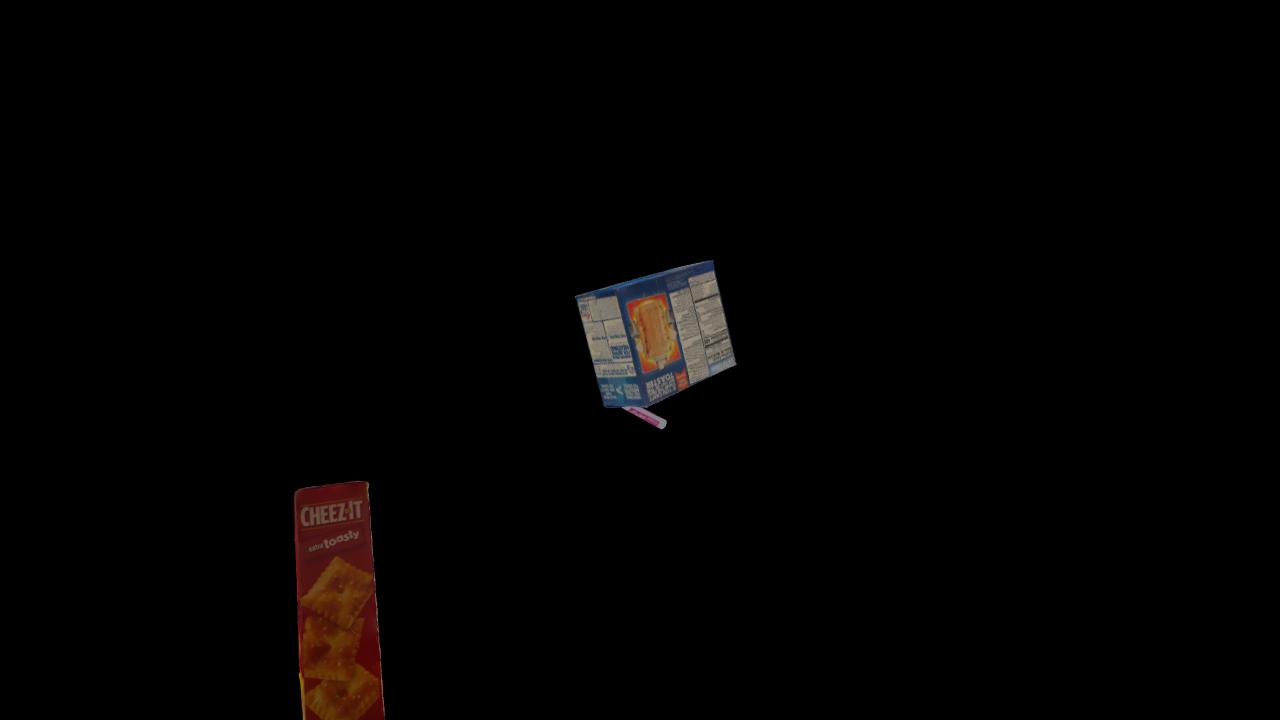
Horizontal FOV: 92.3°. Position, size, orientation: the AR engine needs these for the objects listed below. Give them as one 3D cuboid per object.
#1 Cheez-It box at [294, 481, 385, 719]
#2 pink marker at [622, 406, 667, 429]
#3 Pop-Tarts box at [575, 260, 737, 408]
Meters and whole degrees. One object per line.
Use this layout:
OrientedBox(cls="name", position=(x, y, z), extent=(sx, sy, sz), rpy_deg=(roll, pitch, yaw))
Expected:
OrientedBox(cls="Cheez-It box", position=(-0.303, 0.241, 0.616), extent=(0.071, 0.223, 0.166), rpy_deg=(-3, -14, -28))
OrientedBox(cls="pink marker", position=(-0.004, 0.088, 1.068), extent=(0.121, 0.020, 0.020), rpy_deg=(30, -15, -27))
OrientedBox(cls="Pop-Tarts box", position=(0.023, -0.034, 0.758), extent=(0.167, 0.141, 0.083), rpy_deg=(-22, 12, -39))
